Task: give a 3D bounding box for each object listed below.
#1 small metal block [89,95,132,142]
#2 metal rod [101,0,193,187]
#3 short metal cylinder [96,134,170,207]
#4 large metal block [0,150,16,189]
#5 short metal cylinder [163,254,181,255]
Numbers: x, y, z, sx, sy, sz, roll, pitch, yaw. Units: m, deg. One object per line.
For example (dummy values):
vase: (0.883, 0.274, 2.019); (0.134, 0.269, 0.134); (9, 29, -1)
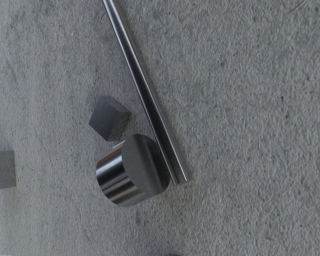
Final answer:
small metal block: (-0.076, -0.014, 0.465); (0.050, 0.025, 0.050); (38, 113, 33)
metal rod: (-0.024, -0.065, 0.422); (0.025, 0.025, 0.299); (-34, 69, 34)
short metal cylinder: (-0.033, 0.054, 0.394); (0.050, 0.081, 0.080); (-32, 70, 35)
large metal block: (-0.364, 0.094, 0.685); (0.080, 0.050, 0.080); (-10, 84, 39)
short metal cylinder: (0.007, 0.204, 0.381); (0.080, 0.050, 0.079); (0, 90, 39)
